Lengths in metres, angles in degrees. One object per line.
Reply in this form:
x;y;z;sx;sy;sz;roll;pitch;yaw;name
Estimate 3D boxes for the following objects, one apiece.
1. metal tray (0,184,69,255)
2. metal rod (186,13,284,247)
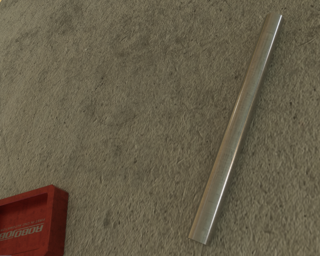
-0.188;0.136;0.413;0.130;0.030;0.090;-18;55;17;metal tray
0.095;-0.014;0.362;0.025;0.025;0.300;11;67;32;metal rod
